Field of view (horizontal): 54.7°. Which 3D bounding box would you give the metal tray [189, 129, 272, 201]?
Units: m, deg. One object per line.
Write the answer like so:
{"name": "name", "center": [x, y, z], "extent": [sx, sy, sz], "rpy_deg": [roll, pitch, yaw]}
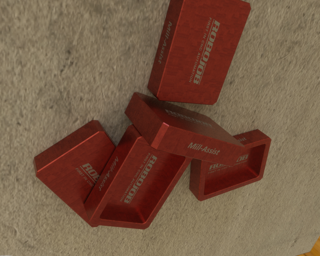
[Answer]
{"name": "metal tray", "center": [0.114, 0.060, 0.504], "extent": [0.131, 0.030, 0.089], "rpy_deg": [-14, 124, -21]}

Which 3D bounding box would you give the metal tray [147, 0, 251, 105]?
{"name": "metal tray", "center": [0.045, -0.094, 0.371], "extent": [0.091, 0.030, 0.129], "rpy_deg": [2, 118, -30]}

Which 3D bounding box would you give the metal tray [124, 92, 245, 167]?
{"name": "metal tray", "center": [0.031, 0.002, 0.384], "extent": [0.131, 0.090, 0.030], "rpy_deg": [16, 110, -35]}

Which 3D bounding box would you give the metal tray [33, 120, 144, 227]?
{"name": "metal tray", "center": [-0.084, 0.063, 0.398], "extent": [0.090, 0.030, 0.130], "rpy_deg": [-34, 129, -6]}

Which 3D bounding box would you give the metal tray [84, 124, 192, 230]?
{"name": "metal tray", "center": [-0.026, 0.066, 0.392], "extent": [0.091, 0.030, 0.129], "rpy_deg": [20, 107, -36]}
